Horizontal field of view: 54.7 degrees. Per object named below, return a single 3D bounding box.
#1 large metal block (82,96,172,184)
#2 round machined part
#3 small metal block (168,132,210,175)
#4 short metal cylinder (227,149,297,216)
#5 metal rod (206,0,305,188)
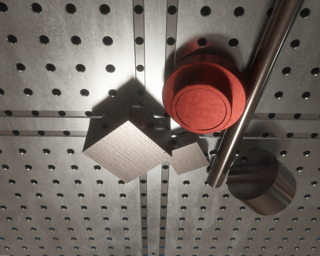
[{"bbox_3d":[-0.041,0.018,0.410,0.080,0.050,0.080,-33,123,24],"label":"large metal block"},{"bbox_3d":[0.050,-0.032,0.361,0.098,0.042,0.097,8,129,10],"label":"round machined part"},{"bbox_3d":[0.038,0.036,0.443,0.050,0.025,0.050,-21,127,16],"label":"small metal block"},{"bbox_3d":[0.145,0.077,0.444,0.080,0.080,0.050,-35,122,26],"label":"short metal cylinder"},{"bbox_3d":[0.108,-0.028,0.389,0.025,0.025,0.298,7,130,-6],"label":"metal rod"}]
